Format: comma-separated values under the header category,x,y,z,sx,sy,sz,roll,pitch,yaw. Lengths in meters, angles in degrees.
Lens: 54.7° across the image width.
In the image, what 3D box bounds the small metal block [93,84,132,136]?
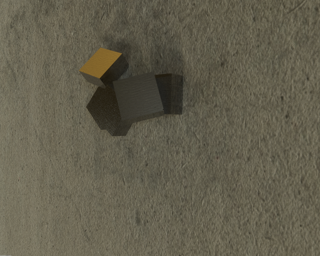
category,x,y,z,sx,sy,sz,roll,pitch,yaw
small metal block,-0.058,-0.024,0.418,0.050,0.025,0.050,45,117,30

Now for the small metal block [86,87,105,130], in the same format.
category,x,y,z,sx,sy,sz,roll,pitch,yaw
small metal block,-0.080,-0.032,0.469,0.050,0.025,0.050,-52,60,27

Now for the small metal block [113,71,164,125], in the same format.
category,x,y,z,sx,sy,sz,roll,pitch,yaw
small metal block,-0.026,-0.036,0.377,0.050,0.025,0.050,-14,78,-2

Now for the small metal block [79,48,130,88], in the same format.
category,x,y,z,sx,sy,sz,roll,pitch,yaw
small metal block,-0.082,-0.088,0.457,0.050,0.025,0.050,24,68,37

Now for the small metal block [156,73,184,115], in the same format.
category,x,y,z,sx,sy,sz,roll,pitch,yaw
small metal block,0.002,-0.043,0.403,0.050,0.025,0.050,3,92,39
